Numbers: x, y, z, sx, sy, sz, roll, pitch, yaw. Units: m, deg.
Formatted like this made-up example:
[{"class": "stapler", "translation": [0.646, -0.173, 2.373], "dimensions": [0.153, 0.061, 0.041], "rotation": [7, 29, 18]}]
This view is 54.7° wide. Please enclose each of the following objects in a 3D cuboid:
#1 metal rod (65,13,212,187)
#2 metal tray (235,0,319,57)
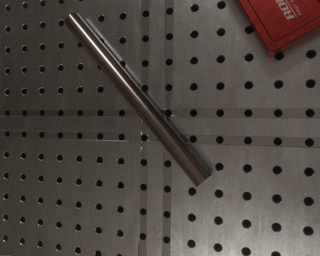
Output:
[{"class": "metal rod", "translation": [-0.037, -0.046, 0.424], "dimensions": [0.025, 0.025, 0.300], "rotation": [-43, 77, 15]}, {"class": "metal tray", "translation": [0.138, -0.161, 0.361], "dimensions": [0.090, 0.030, 0.130], "rotation": [-30, 81, 17]}]
